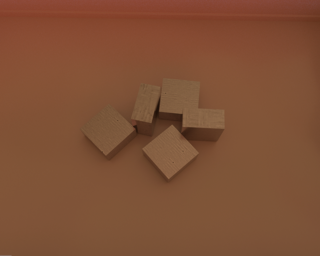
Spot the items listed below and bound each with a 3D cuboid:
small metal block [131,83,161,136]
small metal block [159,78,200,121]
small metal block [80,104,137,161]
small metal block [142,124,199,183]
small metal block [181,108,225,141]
[{"bbox_3d":[-0.017,-0.023,0.402,0.025,0.050,0.050,12,71,4],"label":"small metal block"},{"bbox_3d":[0.026,-0.038,0.422,0.050,0.025,0.050,6,70,2],"label":"small metal block"},{"bbox_3d":[-0.067,0.005,0.405,0.050,0.025,0.050,-43,76,-14],"label":"small metal block"},{"bbox_3d":[0.013,0.033,0.395,0.050,0.025,0.050,-39,75,-13],"label":"small metal block"},{"bbox_3d":[0.052,-0.003,0.396,0.050,0.050,0.025,3,70,1],"label":"small metal block"}]
